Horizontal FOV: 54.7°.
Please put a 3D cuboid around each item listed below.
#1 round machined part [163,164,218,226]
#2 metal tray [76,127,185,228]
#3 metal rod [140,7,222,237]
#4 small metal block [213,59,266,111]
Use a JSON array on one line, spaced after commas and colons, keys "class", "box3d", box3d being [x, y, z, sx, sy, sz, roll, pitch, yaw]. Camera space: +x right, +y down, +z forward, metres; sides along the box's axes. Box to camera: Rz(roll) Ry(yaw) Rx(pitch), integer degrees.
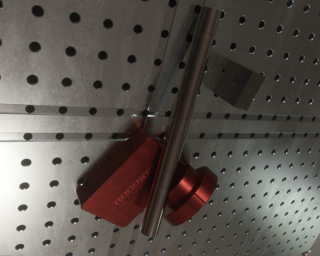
[{"class": "round machined part", "box3d": [0.034, 0.091, 0.454, 0.042, 0.098, 0.098, 44, 93, -4]}, {"class": "metal tray", "box3d": [-0.039, 0.072, 0.433, 0.130, 0.030, 0.090, -46, 130, 3]}, {"class": "metal rod", "box3d": [0.022, 0.002, 0.394, 0.025, 0.025, 0.298, 7, 105, -32]}, {"class": "small metal block", "box3d": [0.106, -0.058, 0.419, 0.025, 0.050, 0.050, 12, 112, -34]}]
